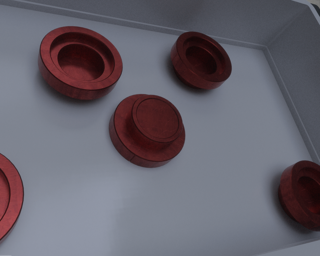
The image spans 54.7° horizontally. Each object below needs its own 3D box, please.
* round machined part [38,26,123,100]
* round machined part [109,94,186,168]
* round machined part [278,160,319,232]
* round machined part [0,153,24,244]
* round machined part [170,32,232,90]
[{"bbox_3d":[-0.100,-0.076,0.387,0.099,0.042,0.098,14,56,-21],"label":"round machined part"},{"bbox_3d":[-0.011,-0.003,0.390,0.099,0.042,0.098,14,56,-21],"label":"round machined part"},{"bbox_3d":[0.212,0.100,0.448,0.099,0.042,0.098,14,56,-21],"label":"round machined part"},{"bbox_3d":[-0.171,0.065,0.263,0.099,0.042,0.098,14,56,-21],"label":"round machined part"},{"bbox_3d":[0.060,-0.101,0.488,0.099,0.042,0.098,14,56,-21],"label":"round machined part"}]
